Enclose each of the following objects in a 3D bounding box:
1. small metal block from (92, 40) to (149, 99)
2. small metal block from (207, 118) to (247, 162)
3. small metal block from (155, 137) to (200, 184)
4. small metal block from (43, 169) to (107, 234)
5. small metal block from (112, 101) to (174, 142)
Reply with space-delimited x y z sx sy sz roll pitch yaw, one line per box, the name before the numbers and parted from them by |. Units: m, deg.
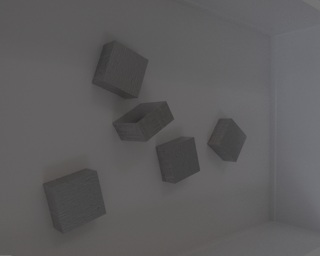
small metal block | -0.046 -0.067 0.367 0.050 0.025 0.050 23 75 -38
small metal block | 0.108 0.019 0.497 0.050 0.025 0.050 43 64 -32
small metal block | 0.025 0.043 0.428 0.050 0.025 0.050 -19 102 -38
small metal block | -0.090 0.076 0.331 0.050 0.025 0.050 -18 101 -39
small metal block | -0.020 -0.008 0.373 0.050 0.050 0.025 -39 114 -33
